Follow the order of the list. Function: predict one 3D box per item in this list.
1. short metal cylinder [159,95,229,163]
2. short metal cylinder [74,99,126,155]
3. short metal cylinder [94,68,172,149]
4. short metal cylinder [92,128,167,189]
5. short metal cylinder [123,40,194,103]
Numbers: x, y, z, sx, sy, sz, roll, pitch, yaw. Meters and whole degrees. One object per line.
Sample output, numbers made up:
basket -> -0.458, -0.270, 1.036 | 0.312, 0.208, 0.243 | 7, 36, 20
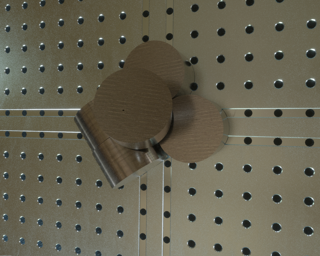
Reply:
short metal cylinder -> 0.042, 0.001, 0.383 | 0.080, 0.050, 0.079 | 0, 90, 19
short metal cylinder -> -0.063, -0.007, 0.405 | 0.080, 0.080, 0.050 | -35, 79, 16
short metal cylinder -> -0.027, -0.019, 0.339 | 0.081, 0.050, 0.080 | 0, 78, 2
short metal cylinder -> -0.038, 0.036, 0.395 | 0.080, 0.080, 0.050 | -35, 79, 16
short metal cylinder -> -0.001, -0.066, 0.398 | 0.080, 0.050, 0.079 | 0, 90, 19
